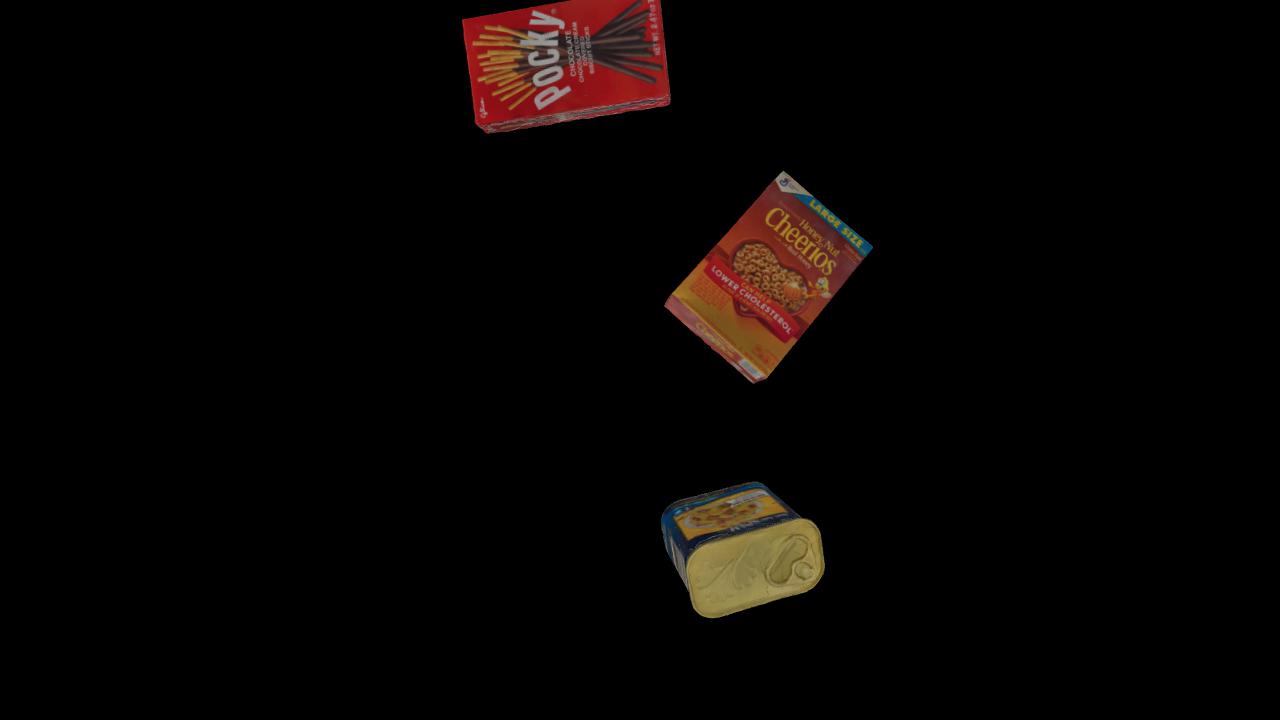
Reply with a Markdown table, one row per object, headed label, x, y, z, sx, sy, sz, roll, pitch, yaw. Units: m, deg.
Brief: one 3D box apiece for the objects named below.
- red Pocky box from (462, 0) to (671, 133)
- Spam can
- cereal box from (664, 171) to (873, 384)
| label | x | y | z | sx | sy | sz | roll | pitch | yaw |
| --- | --- | --- | --- | --- | --- | --- | --- | --- | --- |
| red Pocky box | -0.057 | -0.230 | 0.477 | 0.155 | 0.083 | 0.028 | -7 | 5 | 6 |
| Spam can | 0.072 | 0.138 | 0.466 | 0.101 | 0.058 | 0.085 | -11 | 12 | -11 |
| cereal box | 0.214 | -0.140 | 1.019 | 0.203 | 0.306 | 0.081 | 42 | -14 | 1 |
